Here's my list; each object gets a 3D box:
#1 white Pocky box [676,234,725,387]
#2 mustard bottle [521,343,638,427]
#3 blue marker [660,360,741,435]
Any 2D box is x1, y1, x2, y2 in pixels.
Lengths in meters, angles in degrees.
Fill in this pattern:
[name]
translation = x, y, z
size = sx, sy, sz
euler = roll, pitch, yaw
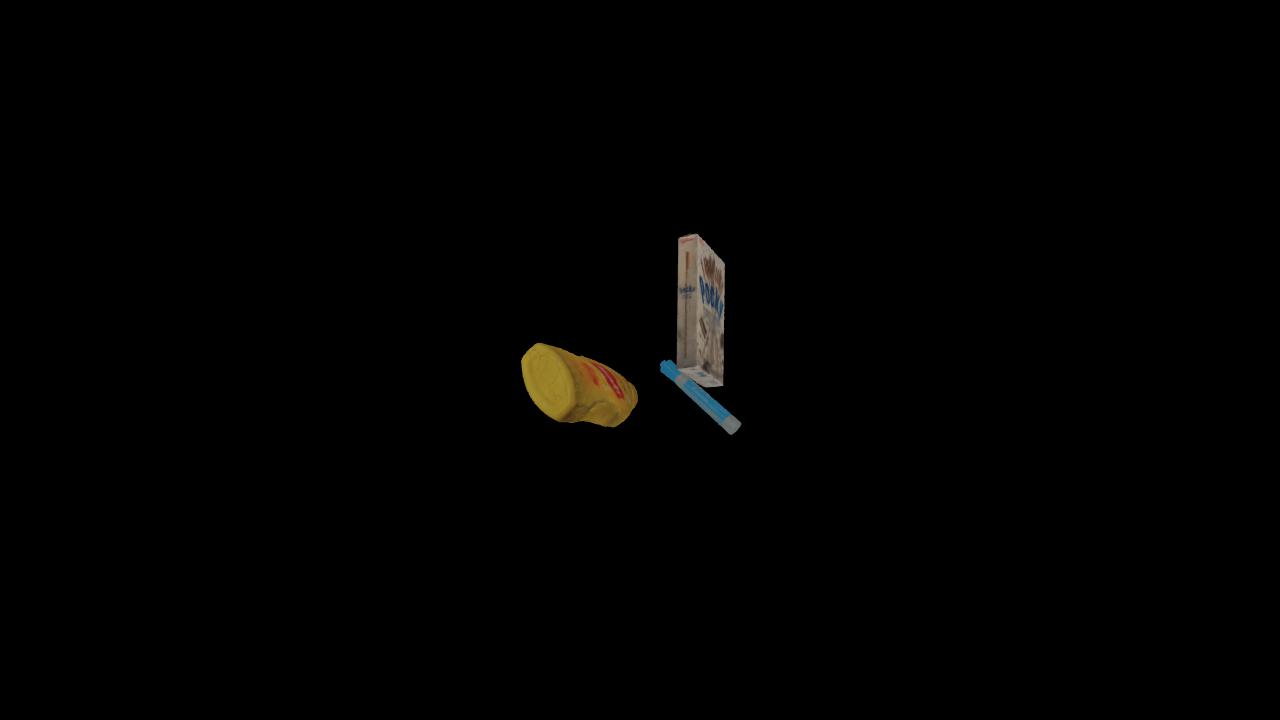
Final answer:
[white Pocky box]
translation = 0.068, -0.053, 0.685
size = 0.028, 0.154, 0.084
euler = -7, -19, 28
[mustard bottle]
translation = -0.054, 0.036, 0.706
size = 0.092, 0.054, 0.184
euler = 49, 14, 27
[blue marker]
translation = 0.068, 0.041, 0.720
size = 0.121, 0.020, 0.020
euler = 42, 20, 23
